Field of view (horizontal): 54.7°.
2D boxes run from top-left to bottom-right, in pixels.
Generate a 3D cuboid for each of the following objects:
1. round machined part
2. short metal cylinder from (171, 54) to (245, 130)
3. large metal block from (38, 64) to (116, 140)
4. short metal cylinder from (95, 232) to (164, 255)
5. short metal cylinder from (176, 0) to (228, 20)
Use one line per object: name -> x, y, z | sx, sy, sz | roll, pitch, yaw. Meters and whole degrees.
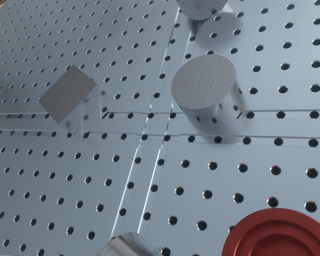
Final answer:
round machined part -> 0.106, 0.123, 0.266 | 0.098, 0.042, 0.098 | -13, 56, 21
short metal cylinder -> 0.061, -0.045, 0.388 | 0.080, 0.050, 0.080 | -13, 56, 21
large metal block -> -0.131, -0.042, 0.486 | 0.080, 0.050, 0.080 | -47, 51, -5
short metal cylinder -> -0.029, 0.149, 0.297 | 0.050, 0.080, 0.080 | 28, 77, 37
short metal cylinder -> 0.061, -0.214, 0.473 | 0.080, 0.080, 0.050 | -26, 53, 12
